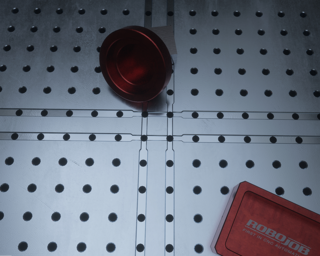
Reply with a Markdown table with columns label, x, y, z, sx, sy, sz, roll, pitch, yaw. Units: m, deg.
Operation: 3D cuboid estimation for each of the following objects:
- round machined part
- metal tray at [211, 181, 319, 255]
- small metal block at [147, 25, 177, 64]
| label | x | y | z | sx | sy | sz | roll | pitch | yaw |
| --- | --- | --- | --- | --- | --- | --- | --- | --- | --- |
| round machined part | -0.028 | -0.087 | 0.415 | 0.098 | 0.097 | 0.042 | 30 | 38 | 10 |
| metal tray | 0.137 | 0.130 | 0.362 | 0.130 | 0.030 | 0.090 | 24 | 72 | 8 |
| small metal block | -0.004 | -0.120 | 0.455 | 0.050 | 0.025 | 0.050 | -7 | 70 | -3 |
